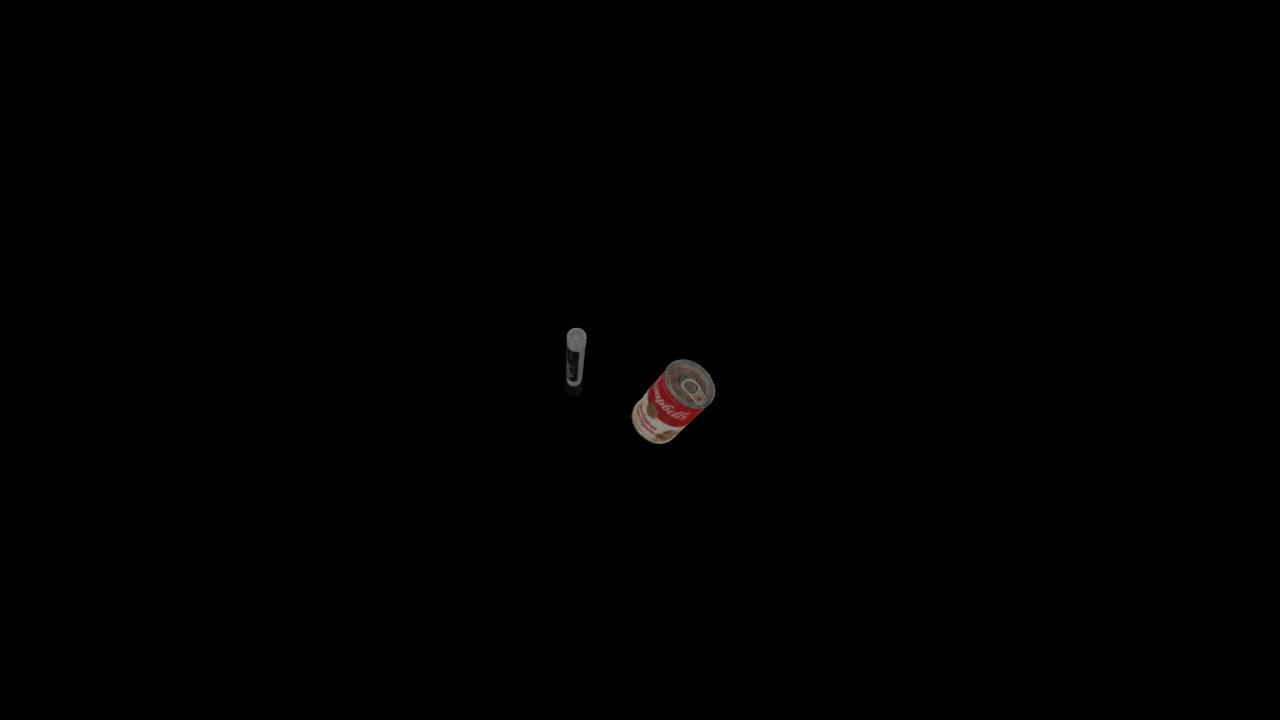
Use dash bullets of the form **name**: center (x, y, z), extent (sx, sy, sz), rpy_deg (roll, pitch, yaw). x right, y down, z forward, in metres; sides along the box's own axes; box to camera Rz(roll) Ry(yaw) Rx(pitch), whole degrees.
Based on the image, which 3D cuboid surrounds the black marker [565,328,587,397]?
- **black marker**: center (-0.067, 0.006, 0.633), extent (0.020, 0.020, 0.121), rpy_deg (0, -29, -8)

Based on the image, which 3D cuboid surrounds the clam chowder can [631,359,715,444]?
- **clam chowder can**: center (0.039, 0.054, 0.764), extent (0.068, 0.068, 0.102), rpy_deg (0, -32, -29)
